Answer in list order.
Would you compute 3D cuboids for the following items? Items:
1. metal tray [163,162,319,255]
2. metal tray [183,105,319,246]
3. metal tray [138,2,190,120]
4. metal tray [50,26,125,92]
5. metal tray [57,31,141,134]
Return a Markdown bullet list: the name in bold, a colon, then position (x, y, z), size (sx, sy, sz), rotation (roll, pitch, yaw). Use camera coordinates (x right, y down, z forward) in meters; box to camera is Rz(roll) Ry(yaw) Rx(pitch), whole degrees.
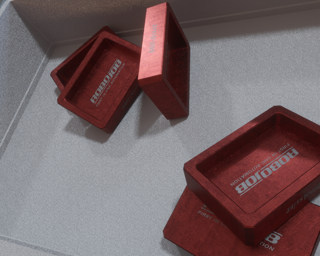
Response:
- **metal tray**: position (0.078, 0.096, 0.302), size (0.130, 0.030, 0.090), rotation (19, 72, 35)
- **metal tray**: position (0.100, 0.036, 0.293), size (0.131, 0.030, 0.090), rotation (-30, 42, -17)
- **metal tray**: position (0.010, -0.088, 0.411), size (0.030, 0.090, 0.130), rotation (-10, 58, 23)
- **metal tray**: position (-0.112, -0.103, 0.519), size (0.130, 0.030, 0.090), rotation (-41, 54, 0)
- **metal tray**: position (-0.078, -0.068, 0.457), size (0.090, 0.030, 0.130), rotation (29, 83, 18)
